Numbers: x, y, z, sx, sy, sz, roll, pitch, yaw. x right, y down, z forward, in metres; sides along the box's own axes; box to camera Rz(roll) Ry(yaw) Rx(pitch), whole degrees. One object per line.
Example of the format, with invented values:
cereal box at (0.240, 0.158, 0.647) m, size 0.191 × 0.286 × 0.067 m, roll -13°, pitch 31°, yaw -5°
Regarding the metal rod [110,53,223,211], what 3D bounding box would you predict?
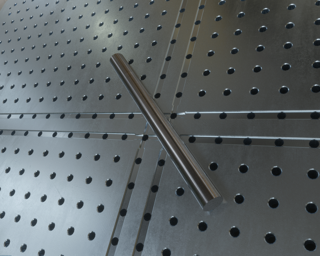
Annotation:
metal rod at (-0.008, -0.016, 0.424) m, size 0.025 × 0.025 × 0.300 m, roll -37°, pitch 51°, yaw 4°
